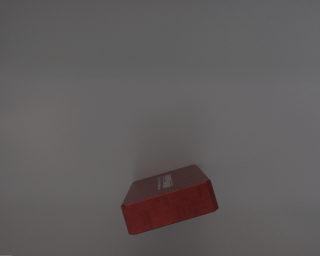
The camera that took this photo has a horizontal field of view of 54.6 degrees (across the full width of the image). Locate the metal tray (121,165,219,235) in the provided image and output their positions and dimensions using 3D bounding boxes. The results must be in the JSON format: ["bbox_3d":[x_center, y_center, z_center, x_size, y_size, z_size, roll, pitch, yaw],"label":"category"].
[{"bbox_3d":[0.010,0.076,0.359,0.090,0.130,0.030,-16,90,0],"label":"metal tray"}]
